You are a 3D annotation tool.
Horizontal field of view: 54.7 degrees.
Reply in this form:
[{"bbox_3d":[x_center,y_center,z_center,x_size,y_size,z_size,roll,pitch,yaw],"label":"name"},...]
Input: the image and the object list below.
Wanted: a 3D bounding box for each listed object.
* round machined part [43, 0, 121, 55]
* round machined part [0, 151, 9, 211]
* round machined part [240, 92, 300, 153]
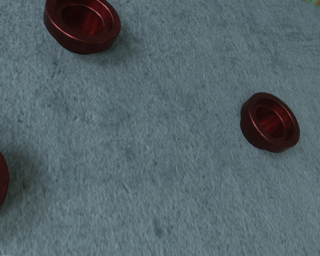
[{"bbox_3d":[-0.107,-0.139,0.421,0.099,0.042,0.098,14,56,-21],"label":"round machined part"},{"bbox_3d":[-0.184,0.052,0.262,0.099,0.042,0.098,14,56,-21],"label":"round machined part"},{"bbox_3d":[0.167,-0.004,0.488,0.099,0.042,0.098,14,56,-21],"label":"round machined part"}]
